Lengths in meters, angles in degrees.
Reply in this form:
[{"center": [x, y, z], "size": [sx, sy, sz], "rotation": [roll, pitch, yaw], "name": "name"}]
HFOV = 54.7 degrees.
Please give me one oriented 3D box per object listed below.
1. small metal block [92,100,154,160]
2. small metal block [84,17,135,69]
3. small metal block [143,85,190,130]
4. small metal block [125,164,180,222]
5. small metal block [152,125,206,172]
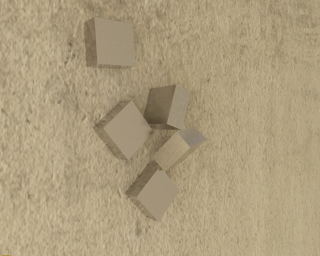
[{"center": [-0.043, 0.002, 0.370], "size": [0.050, 0.025, 0.050], "rotation": [-49, 119, -29], "name": "small metal block"}, {"center": [-0.058, -0.096, 0.358], "size": [0.050, 0.025, 0.050], "rotation": [-5, 94, -40], "name": "small metal block"}, {"center": [0.007, -0.025, 0.396], "size": [0.025, 0.050, 0.050], "rotation": [23, 76, -38], "name": "small metal block"}, {"center": [-0.009, 0.083, 0.400], "size": [0.050, 0.025, 0.050], "rotation": [-51, 120, -28], "name": "small metal block"}, {"center": [0.026, 0.026, 0.401], "size": [0.025, 0.050, 0.050], "rotation": [50, 29, 14], "name": "small metal block"}]
